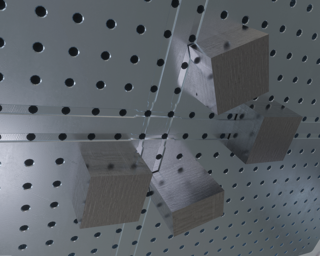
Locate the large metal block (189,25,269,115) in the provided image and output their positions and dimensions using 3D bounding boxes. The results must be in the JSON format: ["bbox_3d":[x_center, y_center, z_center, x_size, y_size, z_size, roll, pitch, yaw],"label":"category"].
[{"bbox_3d":[0.090,-0.075,0.397,0.080,0.050,0.080,-25,127,-13],"label":"large metal block"}]

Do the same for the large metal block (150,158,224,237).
[{"bbox_3d":[0.037,0.099,0.456,0.081,0.080,0.050,-18,126,-18],"label":"large metal block"}]

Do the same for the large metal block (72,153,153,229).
[{"bbox_3d":[-0.065,0.080,0.408,0.081,0.050,0.079,2,117,-29],"label":"large metal block"}]

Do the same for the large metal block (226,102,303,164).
[{"bbox_3d":[0.162,0.007,0.487,0.081,0.050,0.079,-1,119,-28],"label":"large metal block"}]
